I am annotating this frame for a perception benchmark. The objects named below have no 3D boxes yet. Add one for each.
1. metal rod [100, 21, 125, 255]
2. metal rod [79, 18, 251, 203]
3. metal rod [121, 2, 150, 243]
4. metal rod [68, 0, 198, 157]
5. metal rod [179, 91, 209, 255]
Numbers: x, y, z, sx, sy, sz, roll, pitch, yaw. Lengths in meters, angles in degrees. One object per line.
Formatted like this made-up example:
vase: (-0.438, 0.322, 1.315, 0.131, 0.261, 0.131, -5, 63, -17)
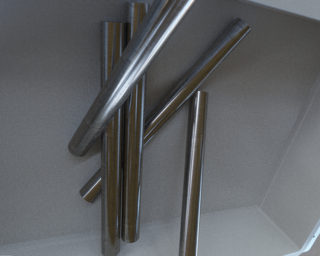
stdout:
metal rod: (-0.058, 0.030, 0.371, 0.025, 0.025, 0.298, -7, 114, -25)
metal rod: (0.004, -0.019, 0.400, 0.300, 0.025, 0.025, -48, 129, 5)
metal rod: (-0.032, 0.010, 0.371, 0.025, 0.025, 0.298, -7, 113, -26)
metal rod: (-0.025, -0.052, 0.268, 0.025, 0.025, 0.298, 6, 147, -32)
metal rod: (0.042, 0.101, 0.411, 0.025, 0.025, 0.298, 4, 89, -31)
